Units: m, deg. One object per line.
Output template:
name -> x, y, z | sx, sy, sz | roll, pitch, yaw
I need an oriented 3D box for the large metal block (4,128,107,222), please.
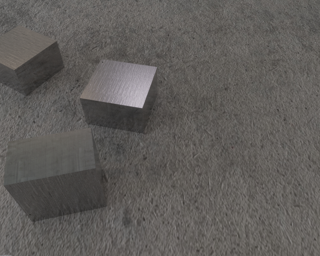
large metal block -> -0.104, 0.050, 0.324 | 0.081, 0.080, 0.050 | -10, 51, -8

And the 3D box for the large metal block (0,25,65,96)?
large metal block -> -0.210, -0.105, 0.473 | 0.080, 0.050, 0.080 | 26, 55, 20

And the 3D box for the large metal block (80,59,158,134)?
large metal block -> -0.052, -0.045, 0.424 | 0.080, 0.050, 0.080 | 10, 51, 8
